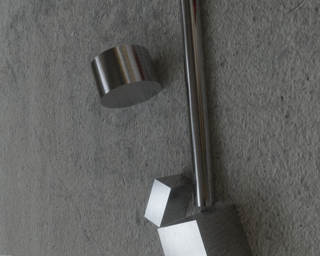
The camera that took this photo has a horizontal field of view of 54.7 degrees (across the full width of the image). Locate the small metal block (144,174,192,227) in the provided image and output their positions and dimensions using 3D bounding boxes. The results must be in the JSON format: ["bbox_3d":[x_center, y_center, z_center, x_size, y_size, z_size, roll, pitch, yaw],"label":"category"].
[{"bbox_3d":[0.013,0.086,0.376,0.025,0.050,0.050,24,105,37],"label":"small metal block"}]

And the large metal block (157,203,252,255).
[{"bbox_3d":[0.052,0.132,0.325,0.050,0.081,0.080,-27,74,37],"label":"large metal block"}]

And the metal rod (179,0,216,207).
[{"bbox_3d":[0.042,-0.060,0.368,0.025,0.025,0.298,-7,86,39],"label":"metal rod"}]

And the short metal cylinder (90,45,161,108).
[{"bbox_3d":[-0.045,-0.065,0.404,0.080,0.081,0.050,-28,73,36],"label":"short metal cylinder"}]
